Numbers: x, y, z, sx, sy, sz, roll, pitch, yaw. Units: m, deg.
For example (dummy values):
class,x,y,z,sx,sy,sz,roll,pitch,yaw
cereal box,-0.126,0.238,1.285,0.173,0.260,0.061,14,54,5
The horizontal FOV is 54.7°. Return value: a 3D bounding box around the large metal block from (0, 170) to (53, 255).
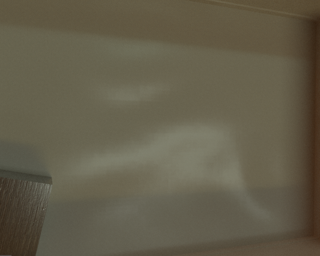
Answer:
class,x,y,z,sx,sy,sz,roll,pitch,yaw
large metal block,-0.168,0.090,0.335,0.081,0.050,0.080,14,86,-20
